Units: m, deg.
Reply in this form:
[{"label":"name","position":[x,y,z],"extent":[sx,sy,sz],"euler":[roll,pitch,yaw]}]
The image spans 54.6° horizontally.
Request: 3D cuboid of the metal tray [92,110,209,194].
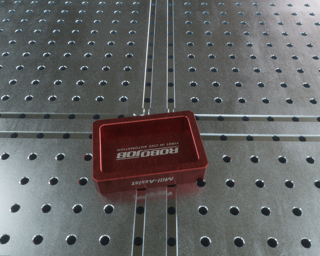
[{"label":"metal tray","position":[-0.015,0.027,0.381],"extent":[0.131,0.030,0.090],"euler":[-6,50,-6]}]
